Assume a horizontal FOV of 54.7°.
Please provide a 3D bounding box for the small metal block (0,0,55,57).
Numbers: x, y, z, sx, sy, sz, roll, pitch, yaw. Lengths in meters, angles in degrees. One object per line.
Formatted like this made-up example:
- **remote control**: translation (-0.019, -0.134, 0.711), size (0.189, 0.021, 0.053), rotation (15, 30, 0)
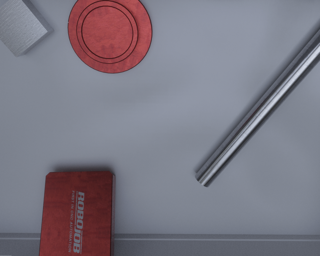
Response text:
- **small metal block**: translation (-0.164, -0.120, 0.365), size (0.050, 0.025, 0.050), rotation (-34, 107, 11)

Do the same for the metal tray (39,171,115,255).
- **metal tray**: translation (-0.108, 0.125, 0.415), size (0.091, 0.030, 0.129), rotation (-1, 73, 0)

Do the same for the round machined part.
- **round machined part**: translation (-0.058, -0.112, 0.360), size (0.099, 0.042, 0.097), rotation (0, 110, -1)

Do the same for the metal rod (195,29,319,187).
- **metal rod**: translation (0.147, -0.039, 0.399), size (0.025, 0.025, 0.299), rotation (34, 106, -12)
